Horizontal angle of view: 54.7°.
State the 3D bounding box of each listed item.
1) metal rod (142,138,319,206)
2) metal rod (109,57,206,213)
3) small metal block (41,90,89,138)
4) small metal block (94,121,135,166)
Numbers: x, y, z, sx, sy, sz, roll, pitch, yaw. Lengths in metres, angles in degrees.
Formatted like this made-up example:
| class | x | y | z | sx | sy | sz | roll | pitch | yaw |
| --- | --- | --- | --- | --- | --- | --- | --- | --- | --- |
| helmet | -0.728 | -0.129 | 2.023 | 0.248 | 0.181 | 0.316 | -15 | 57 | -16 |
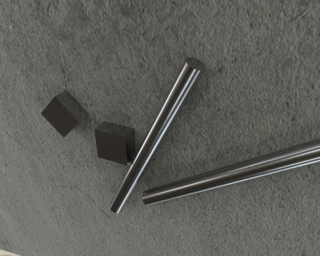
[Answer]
| class | x | y | z | sx | sy | sz | roll | pitch | yaw |
| --- | --- | --- | --- | --- | --- | --- | --- | --- | --- |
| metal rod | 0.092 | 0.059 | 0.394 | 0.299 | 0.025 | 0.025 | -24 | 106 | 36 |
| metal rod | -0.017 | 0.031 | 0.433 | 0.025 | 0.025 | 0.298 | 34 | 129 | 6 |
| small metal block | -0.143 | -0.021 | 0.467 | 0.050 | 0.025 | 0.050 | 49 | 128 | -7 |
| small metal block | -0.065 | 0.022 | 0.453 | 0.050 | 0.025 | 0.050 | 13 | 124 | 20 |
